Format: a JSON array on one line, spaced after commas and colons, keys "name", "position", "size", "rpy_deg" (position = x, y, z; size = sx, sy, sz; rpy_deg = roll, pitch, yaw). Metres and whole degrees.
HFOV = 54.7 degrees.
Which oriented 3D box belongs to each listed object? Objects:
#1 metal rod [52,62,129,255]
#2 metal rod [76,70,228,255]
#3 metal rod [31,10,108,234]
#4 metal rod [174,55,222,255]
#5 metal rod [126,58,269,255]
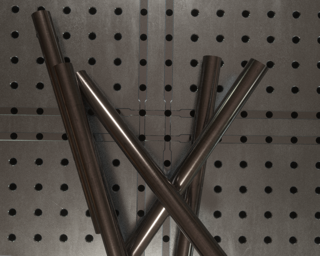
[{"name": "metal rod", "position": [-0.081, 0.065, 0.389], "size": [0.025, 0.025, 0.298], "rpy_deg": [-16, 90, 0]}, {"name": "metal rod", "position": [-0.018, 0.046, 0.381], "size": [0.025, 0.025, 0.300], "rpy_deg": [-38, 78, 0]}, {"name": "metal rod", "position": [-0.116, -0.007, 0.411], "size": [0.025, 0.025, 0.298], "rpy_deg": [-16, 90, 0]}, {"name": "metal rod", "position": [0.048, 0.054, 0.414], "size": [0.025, 0.025, 0.298], "rpy_deg": [8, 90, -1]}, {"name": "metal rod", "position": [0.038, 0.048, 0.390], "size": [0.025, 0.025, 0.299], "rpy_deg": [33, 99, -1]}]
